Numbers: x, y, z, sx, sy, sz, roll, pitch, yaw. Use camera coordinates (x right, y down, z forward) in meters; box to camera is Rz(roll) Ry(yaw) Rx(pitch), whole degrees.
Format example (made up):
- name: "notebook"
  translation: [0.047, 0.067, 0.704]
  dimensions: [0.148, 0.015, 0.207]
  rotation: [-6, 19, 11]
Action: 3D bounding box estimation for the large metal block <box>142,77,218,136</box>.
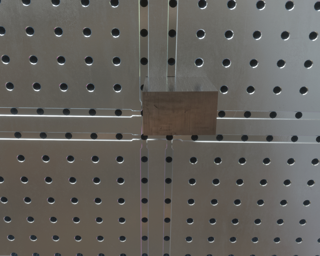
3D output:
- name: "large metal block"
  translation: [0.022, -0.029, 0.373]
  dimensions: [0.080, 0.080, 0.050]
  rotation: [0, 110, 0]
